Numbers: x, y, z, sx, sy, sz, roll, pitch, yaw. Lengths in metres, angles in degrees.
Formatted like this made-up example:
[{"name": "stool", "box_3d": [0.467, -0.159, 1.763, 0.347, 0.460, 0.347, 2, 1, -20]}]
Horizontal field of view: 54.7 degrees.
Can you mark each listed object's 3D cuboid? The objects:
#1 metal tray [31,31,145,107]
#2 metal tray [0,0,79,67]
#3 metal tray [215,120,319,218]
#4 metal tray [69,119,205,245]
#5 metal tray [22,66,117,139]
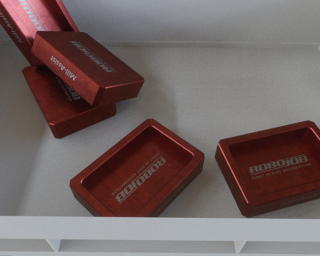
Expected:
[{"name": "metal tray", "box_3d": [-0.096, -0.085, 0.421, 0.130, 0.030, 0.091, 40, 31, 17]}, {"name": "metal tray", "box_3d": [-0.178, -0.164, 0.433, 0.030, 0.130, 0.090, 1, 44, 33]}, {"name": "metal tray", "box_3d": [0.143, 0.044, 0.366, 0.131, 0.030, 0.090, -12, 51, -10]}, {"name": "metal tray", "box_3d": [-0.023, 0.054, 0.355, 0.090, 0.030, 0.131, 35, 58, 25]}, {"name": "metal tray", "box_3d": [-0.131, -0.053, 0.445, 0.091, 0.030, 0.130, -25, 55, -20]}]
